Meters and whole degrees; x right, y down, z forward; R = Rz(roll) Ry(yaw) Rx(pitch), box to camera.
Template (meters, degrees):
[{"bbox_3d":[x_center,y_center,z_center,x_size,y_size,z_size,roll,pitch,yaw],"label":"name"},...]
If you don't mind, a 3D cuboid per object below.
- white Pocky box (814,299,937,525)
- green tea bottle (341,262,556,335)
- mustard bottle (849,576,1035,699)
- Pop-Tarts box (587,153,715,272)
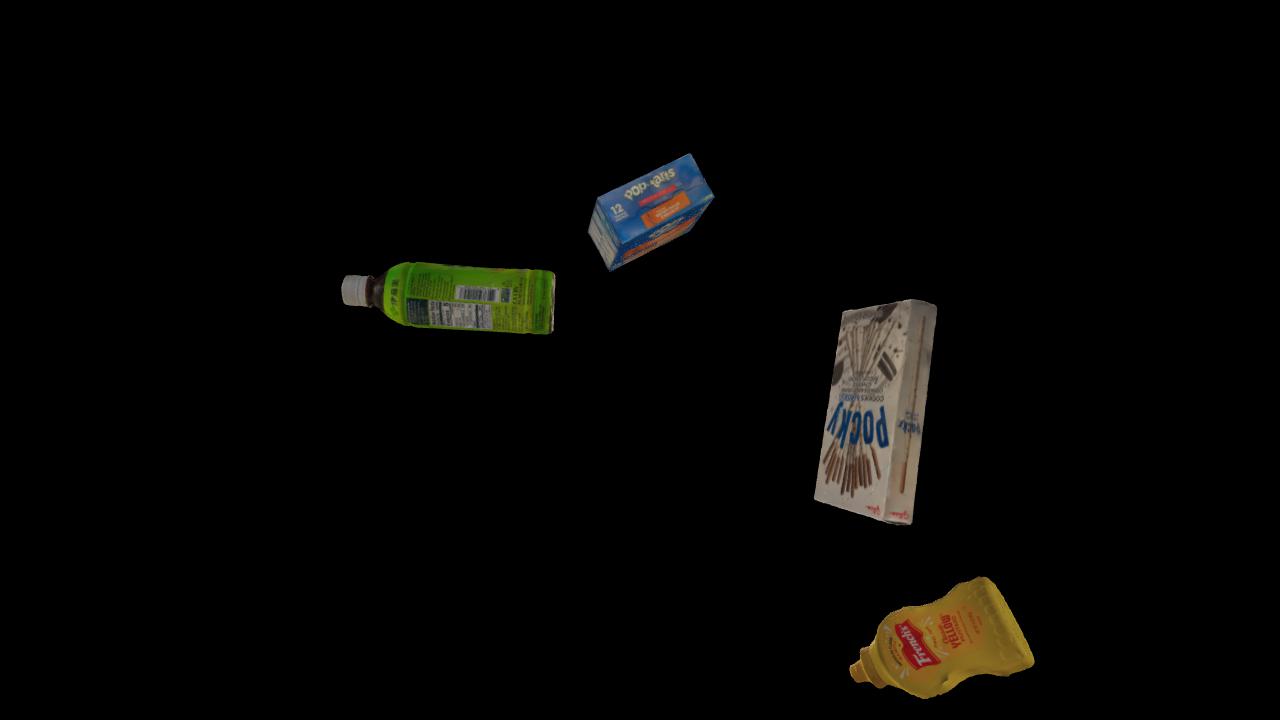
[{"bbox_3d":[0.172,0.036,0.454,0.028,0.154,0.084,11,-5,-17],"label":"white Pocky box"},{"bbox_3d":[-0.195,-0.066,0.640,0.212,0.073,0.073,4,-1,-10],"label":"green tea bottle"},{"bbox_3d":[0.309,0.310,0.662,0.184,0.092,0.054,-36,-46,26],"label":"mustard bottle"},{"bbox_3d":[0.013,-0.229,0.974,0.167,0.083,0.141,-30,-3,-14],"label":"Pop-Tarts box"}]
